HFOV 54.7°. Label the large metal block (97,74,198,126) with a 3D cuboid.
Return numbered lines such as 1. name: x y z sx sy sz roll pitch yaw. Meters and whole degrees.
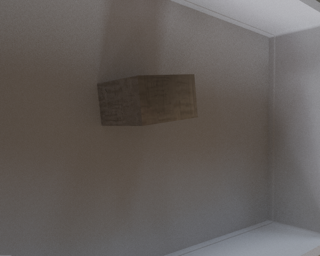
1. large metal block: -0.015 -0.032 0.360 0.081 0.080 0.050 -10 96 -40
